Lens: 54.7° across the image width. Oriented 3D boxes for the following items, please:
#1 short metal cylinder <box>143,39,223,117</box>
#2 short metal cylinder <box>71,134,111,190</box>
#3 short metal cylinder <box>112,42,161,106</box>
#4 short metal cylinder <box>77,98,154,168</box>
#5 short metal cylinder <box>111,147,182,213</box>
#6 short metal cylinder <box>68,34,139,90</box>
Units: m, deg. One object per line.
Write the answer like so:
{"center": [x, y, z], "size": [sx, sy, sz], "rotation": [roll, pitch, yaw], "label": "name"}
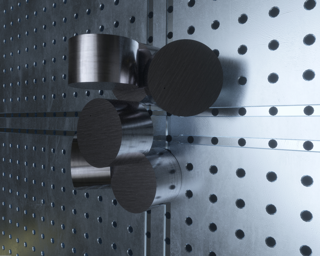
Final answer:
{"center": [0.023, -0.055, 0.345], "size": [0.050, 0.081, 0.079], "rotation": [-138, 56, -78], "label": "short metal cylinder"}
{"center": [-0.093, 0.047, 0.444], "size": [0.050, 0.080, 0.080], "rotation": [-2, 89, -4], "label": "short metal cylinder"}
{"center": [-0.021, -0.069, 0.410], "size": [0.080, 0.050, 0.079], "rotation": [1, 91, 40], "label": "short metal cylinder"}
{"center": [-0.055, 0.006, 0.372], "size": [0.080, 0.050, 0.079], "rotation": [0, 90, 40], "label": "short metal cylinder"}
{"center": [-0.019, 0.067, 0.408], "size": [0.080, 0.050, 0.079], "rotation": [1, 91, 39], "label": "short metal cylinder"}
{"center": [-0.065, -0.073, 0.360], "size": [0.080, 0.081, 0.050], "rotation": [1, 91, 40], "label": "short metal cylinder"}
